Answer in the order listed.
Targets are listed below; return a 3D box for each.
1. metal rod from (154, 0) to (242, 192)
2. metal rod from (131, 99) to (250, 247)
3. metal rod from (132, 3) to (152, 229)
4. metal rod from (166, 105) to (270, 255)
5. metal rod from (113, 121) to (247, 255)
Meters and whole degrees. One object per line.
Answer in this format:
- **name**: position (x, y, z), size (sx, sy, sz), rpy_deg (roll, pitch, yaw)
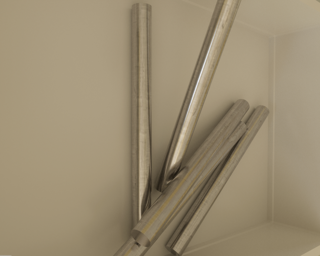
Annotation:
- **metal rod**: position (0.048, -0.054, 0.370), size (0.025, 0.025, 0.298), rpy_deg (2, 113, -40)
- **metal rod**: position (0.060, 0.039, 0.427), size (0.302, 0.025, 0.025), rpy_deg (-44, 117, -42)
- **metal rod**: position (-0.023, -0.003, 0.389), size (0.025, 0.025, 0.298), rpy_deg (0, 90, -40)
- **metal rod**: position (0.103, 0.069, 0.495), size (0.301, 0.025, 0.025), rpy_deg (-50, 120, -29)
- **metal rod**: position (0.046, 0.072, 0.426), size (0.302, 0.025, 0.025), rpy_deg (-40, 115, -40)
